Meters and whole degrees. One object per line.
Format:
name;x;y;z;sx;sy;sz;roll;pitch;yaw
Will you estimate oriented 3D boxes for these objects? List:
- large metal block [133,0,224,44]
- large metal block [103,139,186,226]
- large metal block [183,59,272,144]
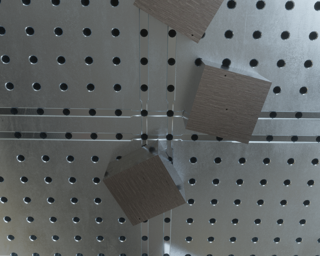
large metal block;0.027;-0.152;0.344;0.080;0.050;0.080;28;108;-10
large metal block;-0.019;0.075;0.427;0.080;0.050;0.080;-26;108;9
large metal block;0.080;-0.034;0.388;0.080;0.050;0.079;14;110;-5
